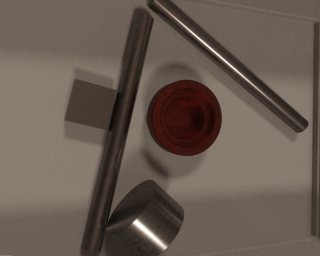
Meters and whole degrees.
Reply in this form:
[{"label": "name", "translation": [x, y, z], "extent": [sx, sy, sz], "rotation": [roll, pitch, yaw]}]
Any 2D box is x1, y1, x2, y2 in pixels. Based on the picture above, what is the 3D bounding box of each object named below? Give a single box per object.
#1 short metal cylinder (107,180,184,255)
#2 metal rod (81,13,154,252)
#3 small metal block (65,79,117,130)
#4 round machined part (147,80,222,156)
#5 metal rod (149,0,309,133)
[{"label": "short metal cylinder", "translation": [-0.018, 0.110, 0.376], "extent": [0.050, 0.080, 0.080], "rotation": [46, 76, -15]}, {"label": "metal rod", "translation": [-0.052, 0.001, 0.391], "extent": [0.025, 0.025, 0.298], "rotation": [14, 85, -20]}, {"label": "small metal block", "translation": [-0.085, -0.028, 0.380], "extent": [0.050, 0.025, 0.050], "rotation": [14, 85, -20]}, {"label": "round machined part", "translation": [0.029, -0.013, 0.413], "extent": [0.099, 0.042, 0.097], "rotation": [0, 90, -21]}, {"label": "metal rod", "translation": [0.110, -0.086, 0.452], "extent": [0.301, 0.025, 0.025], "rotation": [35, 79, -17]}]
